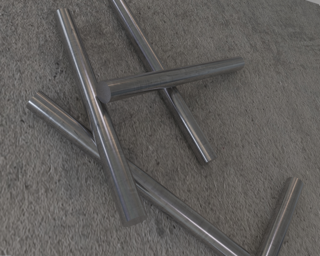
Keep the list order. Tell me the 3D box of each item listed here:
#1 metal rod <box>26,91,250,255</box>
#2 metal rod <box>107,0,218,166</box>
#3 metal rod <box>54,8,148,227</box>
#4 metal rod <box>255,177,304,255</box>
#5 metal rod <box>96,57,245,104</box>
[{"bbox_3d":[-0.022,0.061,0.353,0.300,0.025,0.025,38,51,-3],"label":"metal rod"},{"bbox_3d":[-0.003,-0.082,0.451,0.025,0.025,0.299,-18,71,-35],"label":"metal rod"},{"bbox_3d":[-0.078,-0.034,0.357,0.025,0.025,0.299,-6,57,-31],"label":"metal rod"},{"bbox_3d":[0.120,0.167,0.366,0.025,0.025,0.301,43,51,1],"label":"metal rod"},{"bbox_3d":[0.039,-0.077,0.442,0.302,0.025,0.025,-21,73,-45],"label":"metal rod"}]
